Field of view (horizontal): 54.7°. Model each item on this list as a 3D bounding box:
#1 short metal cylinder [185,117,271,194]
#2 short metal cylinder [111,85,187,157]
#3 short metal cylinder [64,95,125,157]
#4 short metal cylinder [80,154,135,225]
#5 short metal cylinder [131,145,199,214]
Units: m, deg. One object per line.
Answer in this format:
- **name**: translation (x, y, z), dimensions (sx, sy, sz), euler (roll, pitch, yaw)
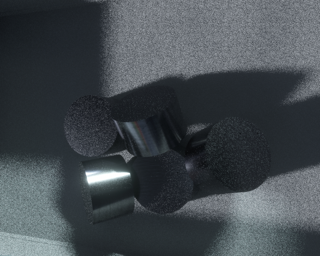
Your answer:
- **short metal cylinder**: translation (0.075, 0.033, 0.347), dimensions (0.081, 0.050, 0.080), euler (5, 74, -19)
- **short metal cylinder**: translation (-0.013, -0.010, 0.375), dimensions (0.080, 0.080, 0.050), euler (-8, 123, 19)
- **short metal cylinder**: translation (-0.081, -0.003, 0.422), dimensions (0.080, 0.050, 0.079), euler (0, 90, 19)
- **short metal cylinder**: translation (-0.070, 0.077, 0.396), dimensions (0.050, 0.080, 0.080), euler (-9, 86, -23)
- **short metal cylinder**: translation (0.009, 0.062, 0.392), dimensions (0.080, 0.050, 0.079), euler (0, 90, 19)
